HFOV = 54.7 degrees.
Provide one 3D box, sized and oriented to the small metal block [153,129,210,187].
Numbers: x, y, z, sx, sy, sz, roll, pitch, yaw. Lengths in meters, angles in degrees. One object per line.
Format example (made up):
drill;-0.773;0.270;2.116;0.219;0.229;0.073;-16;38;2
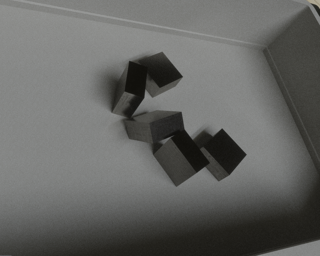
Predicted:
small metal block;0.025;0.038;0.380;0.025;0.050;0.050;-29;78;-37

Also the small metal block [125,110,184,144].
small metal block;-0.006;-0.003;0.384;0.050;0.050;0.025;-20;107;-36

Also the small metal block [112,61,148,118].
small metal block;-0.039;-0.048;0.398;0.025;0.050;0.050;17;55;-19

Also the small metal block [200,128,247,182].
small metal block;0.084;0.037;0.428;0.050;0.025;0.050;48;51;5

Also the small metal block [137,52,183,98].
small metal block;-0.004;-0.078;0.451;0.050;0.025;0.050;-31;79;-38
